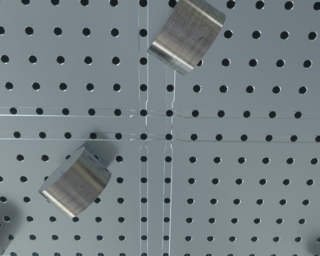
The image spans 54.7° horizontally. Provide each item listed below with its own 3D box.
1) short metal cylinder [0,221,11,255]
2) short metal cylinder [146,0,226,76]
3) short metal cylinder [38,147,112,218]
[{"bbox_3d":[-0.276,0.178,0.463,0.081,0.050,0.079,0,110,0],"label":"short metal cylinder"},{"bbox_3d":[0.028,-0.106,0.345,0.050,0.080,0.080,32,107,-11],"label":"short metal cylinder"},{"bbox_3d":[-0.111,0.071,0.409,0.080,0.080,0.050,-39,106,13],"label":"short metal cylinder"}]
